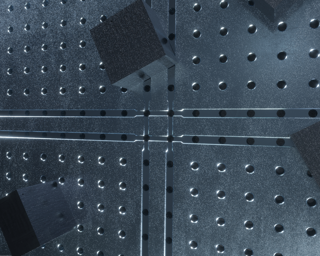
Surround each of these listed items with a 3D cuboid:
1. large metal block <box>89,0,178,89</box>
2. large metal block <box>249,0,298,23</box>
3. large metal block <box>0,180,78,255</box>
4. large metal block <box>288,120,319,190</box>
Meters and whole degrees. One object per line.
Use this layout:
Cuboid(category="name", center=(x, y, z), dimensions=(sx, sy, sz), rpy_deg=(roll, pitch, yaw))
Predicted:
Cuboid(category="large metal block", center=(-0.034, -0.108, 0.412), dimensions=(0.080, 0.050, 0.080), rpy_deg=(-25, 82, 18))
Cuboid(category="large metal block", center=(0.132, -0.183, 0.353), dimensions=(0.080, 0.050, 0.080), rpy_deg=(-45, 76, 14))
Cuboid(category="large metal block", center=(-0.178, 0.128, 0.447), dimensions=(0.050, 0.080, 0.080), rpy_deg=(-31, 80, 17))
Cuboid(category="large metal block", center=(0.196, 0.024, 0.330), dimensions=(0.080, 0.050, 0.080), rpy_deg=(-29, 81, 17))
